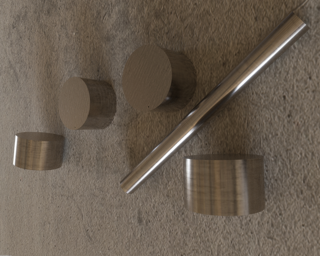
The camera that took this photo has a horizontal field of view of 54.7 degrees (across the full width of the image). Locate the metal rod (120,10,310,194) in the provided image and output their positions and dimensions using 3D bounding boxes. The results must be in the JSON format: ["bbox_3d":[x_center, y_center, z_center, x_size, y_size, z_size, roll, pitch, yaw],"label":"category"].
[{"bbox_3d":[0.044,-0.010,0.368,0.299,0.025,0.025,-46,63,30],"label":"metal rod"}]

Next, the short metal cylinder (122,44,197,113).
[{"bbox_3d":[-0.001,-0.060,0.390,0.080,0.050,0.079,0,90,40],"label":"short metal cylinder"}]

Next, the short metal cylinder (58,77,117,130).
[{"bbox_3d":[-0.114,-0.037,0.483,0.080,0.050,0.079,0,90,40],"label":"short metal cylinder"}]

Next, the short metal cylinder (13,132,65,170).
[{"bbox_3d":[-0.211,0.039,0.544,0.080,0.081,0.050,14,99,39],"label":"short metal cylinder"}]

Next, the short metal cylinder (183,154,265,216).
[{"bbox_3d":[0.064,0.054,0.316,0.080,0.081,0.050,-2,89,40],"label":"short metal cylinder"}]
